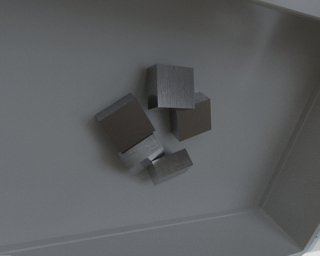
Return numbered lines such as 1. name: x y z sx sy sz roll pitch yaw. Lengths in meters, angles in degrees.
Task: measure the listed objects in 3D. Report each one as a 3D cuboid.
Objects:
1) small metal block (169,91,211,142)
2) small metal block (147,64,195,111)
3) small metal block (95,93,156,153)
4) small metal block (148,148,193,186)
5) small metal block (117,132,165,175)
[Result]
1. small metal block: 0.041 -0.016 0.421 0.050 0.025 0.050 -20 126 -16
2. small metal block: 0.013 -0.047 0.372 0.050 0.025 0.050 0 86 -29
3. small metal block: -0.041 -0.006 0.376 0.050 0.025 0.050 -34 118 -6
4. small metal block: 0.013 0.056 0.434 0.050 0.025 0.050 -20 163 -16
5. small metal block: -0.022 0.034 0.401 0.050 0.025 0.050 -34 165 -6
